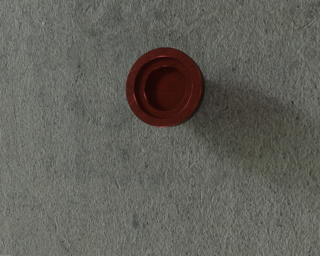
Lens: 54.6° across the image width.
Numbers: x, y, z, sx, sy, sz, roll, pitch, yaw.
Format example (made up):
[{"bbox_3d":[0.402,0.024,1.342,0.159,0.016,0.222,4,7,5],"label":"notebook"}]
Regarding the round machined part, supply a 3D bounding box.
[{"bbox_3d":[0.010,-0.050,0.397,0.098,0.042,0.097,0,90,20],"label":"round machined part"}]
